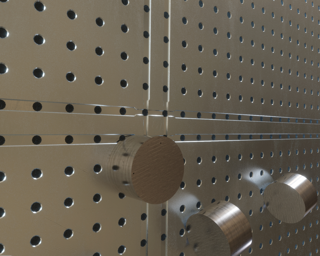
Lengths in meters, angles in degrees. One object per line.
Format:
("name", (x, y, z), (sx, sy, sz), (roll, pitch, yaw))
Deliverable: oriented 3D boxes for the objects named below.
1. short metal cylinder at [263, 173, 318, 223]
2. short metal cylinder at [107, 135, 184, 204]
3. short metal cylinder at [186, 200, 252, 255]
("short metal cylinder", (0.245, 0.131, 0.583), (0.050, 0.080, 0.079), (-19, 103, -39))
("short metal cylinder", (-0.017, 0.049, 0.381), (0.081, 0.050, 0.079), (0, 90, -40))
("short metal cylinder", (0.084, 0.152, 0.447), (0.050, 0.080, 0.079), (-17, 101, -39))
